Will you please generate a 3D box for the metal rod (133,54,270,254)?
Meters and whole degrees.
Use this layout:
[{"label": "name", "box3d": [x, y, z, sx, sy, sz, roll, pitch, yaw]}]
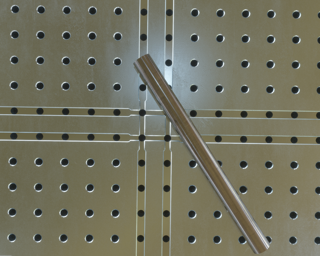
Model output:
[{"label": "metal rod", "box3d": [0.055, 0.034, 0.414, 0.025, 0.025, 0.299, -33, 90, 0]}]
